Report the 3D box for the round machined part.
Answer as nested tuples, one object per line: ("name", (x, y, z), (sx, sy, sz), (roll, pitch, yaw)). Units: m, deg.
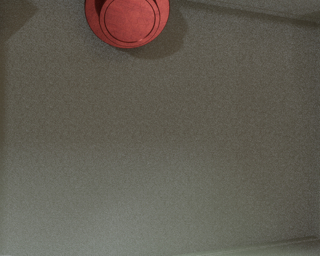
("round machined part", (-0.037, -0.134, 0.358), (0.099, 0.042, 0.097), (-7, 136, -7))
